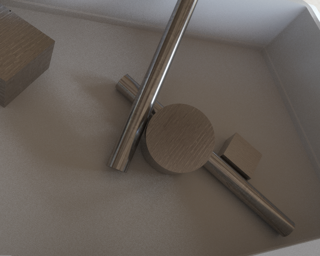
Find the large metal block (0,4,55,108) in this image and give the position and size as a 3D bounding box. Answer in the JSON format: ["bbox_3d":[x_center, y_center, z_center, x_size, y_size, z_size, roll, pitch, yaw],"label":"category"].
[{"bbox_3d":[-0.179,-0.083,0.344,0.080,0.050,0.080,35,51,-6],"label":"large metal block"}]

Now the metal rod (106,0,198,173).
[{"bbox_3d":[0.004,-0.088,0.388,0.025,0.025,0.299,25,76,-13],"label":"metal rod"}]

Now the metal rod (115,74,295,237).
[{"bbox_3d":[0.060,0.037,0.417,0.300,0.025,0.025,42,51,0],"label":"metal rod"}]

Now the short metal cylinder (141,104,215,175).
[{"bbox_3d":[0.020,0.016,0.374,0.081,0.050,0.080,2,78,-10],"label":"short metal cylinder"}]

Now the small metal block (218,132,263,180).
[{"bbox_3d":[0.112,0.043,0.442,0.050,0.025,0.050,41,51,0],"label":"small metal block"}]
